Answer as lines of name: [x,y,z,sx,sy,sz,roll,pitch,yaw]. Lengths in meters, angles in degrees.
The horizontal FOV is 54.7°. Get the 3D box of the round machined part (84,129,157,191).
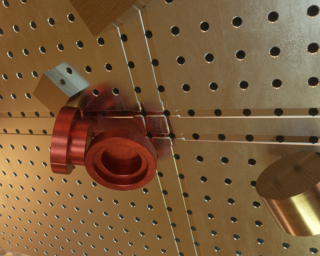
round machined part: [-0.053,0.040,0.439,0.099,0.042,0.097,1,125,2]

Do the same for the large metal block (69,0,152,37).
large metal block: [-0.054,-0.157,0.327,0.080,0.050,0.080,-24,105,36]

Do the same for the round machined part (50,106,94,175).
round machined part: [-0.123,0.019,0.447,0.042,0.098,0.097,7,126,-6]

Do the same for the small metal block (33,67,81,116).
small metal block: [-0.154,-0.053,0.460,0.050,0.025,0.050,44,129,-2]

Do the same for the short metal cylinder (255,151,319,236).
short metal cylinder: [0.153,0.070,0.338,0.080,0.080,0.050,-25,105,37]
